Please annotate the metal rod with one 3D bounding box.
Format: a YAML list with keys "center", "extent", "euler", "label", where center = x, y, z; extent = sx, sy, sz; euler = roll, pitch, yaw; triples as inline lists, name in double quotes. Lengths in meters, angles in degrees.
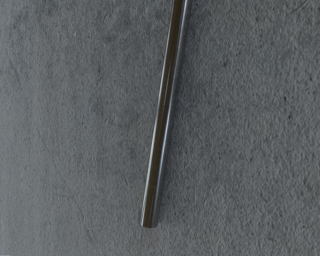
- center: [0.007, -0.017, 0.400]
  extent: [0.025, 0.025, 0.298]
  euler: [14, 99, 39]
  label: "metal rod"
